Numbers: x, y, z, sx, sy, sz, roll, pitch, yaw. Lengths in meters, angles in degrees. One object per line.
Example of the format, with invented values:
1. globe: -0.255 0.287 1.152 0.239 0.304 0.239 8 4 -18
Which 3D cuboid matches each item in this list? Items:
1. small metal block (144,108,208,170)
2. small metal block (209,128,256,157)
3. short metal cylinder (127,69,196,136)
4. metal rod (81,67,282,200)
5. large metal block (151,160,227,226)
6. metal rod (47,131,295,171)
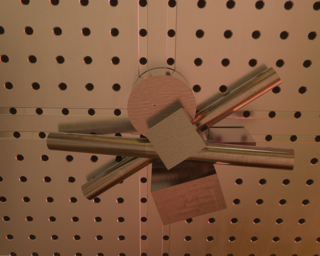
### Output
1. small metal block: 0.019 0.012 0.352 0.050 0.025 0.050 -34 84 11
2. small metal block: 0.092 0.020 0.405 0.050 0.050 0.025 1 110 1
3. short metal cylinder: 0.002 -0.031 0.385 0.081 0.050 0.079 0 109 0
4. metal rod: 0.020 0.013 0.415 0.300 0.025 0.025 -32 107 11
5. large metal block: 0.035 0.072 0.406 0.080 0.080 0.050 -17 109 6
6. metal rod: 0.003 0.026 0.382 0.301 0.025 0.025 4 111 12
